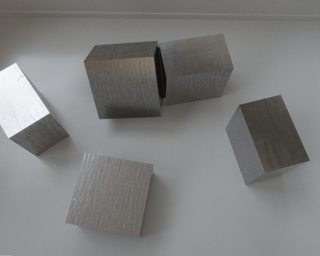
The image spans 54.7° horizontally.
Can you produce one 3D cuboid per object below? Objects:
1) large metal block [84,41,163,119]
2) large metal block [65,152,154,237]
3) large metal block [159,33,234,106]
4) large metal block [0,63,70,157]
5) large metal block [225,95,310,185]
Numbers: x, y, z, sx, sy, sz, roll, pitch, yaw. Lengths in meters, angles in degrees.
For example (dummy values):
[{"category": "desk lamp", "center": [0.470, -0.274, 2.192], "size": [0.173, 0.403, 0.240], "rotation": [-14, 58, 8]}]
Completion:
[{"category": "large metal block", "center": [-0.040, -0.059, 0.389], "size": [0.080, 0.079, 0.050], "rotation": [-2, 36, 7]}, {"category": "large metal block", "center": [-0.055, 0.080, 0.366], "size": [0.080, 0.050, 0.080], "rotation": [10, 70, 3]}, {"category": "large metal block", "center": [0.043, -0.074, 0.408], "size": [0.081, 0.080, 0.050], "rotation": [-10, 71, -4]}, {"category": "large metal block", "center": [-0.166, -0.020, 0.386], "size": [0.050, 0.080, 0.080], "rotation": [-35, 74, -12]}, {"category": "large metal block", "center": [0.124, 0.018, 0.375], "size": [0.050, 0.080, 0.080], "rotation": [-14, 71, -5]}]
